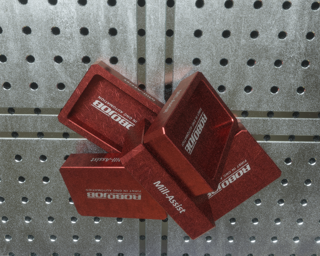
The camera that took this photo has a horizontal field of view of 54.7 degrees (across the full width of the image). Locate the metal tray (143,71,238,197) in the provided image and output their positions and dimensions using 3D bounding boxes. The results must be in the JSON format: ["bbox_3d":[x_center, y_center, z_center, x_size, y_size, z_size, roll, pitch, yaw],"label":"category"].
[{"bbox_3d":[0.043,0.002,0.359,0.030,0.130,0.090,-27,111,39],"label":"metal tray"}]

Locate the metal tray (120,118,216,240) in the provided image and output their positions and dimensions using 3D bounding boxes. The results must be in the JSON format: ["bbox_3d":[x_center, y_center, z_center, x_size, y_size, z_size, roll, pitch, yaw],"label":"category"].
[{"bbox_3d":[0.010,0.057,0.367,0.030,0.090,0.130,-37,107,12],"label":"metal tray"}]

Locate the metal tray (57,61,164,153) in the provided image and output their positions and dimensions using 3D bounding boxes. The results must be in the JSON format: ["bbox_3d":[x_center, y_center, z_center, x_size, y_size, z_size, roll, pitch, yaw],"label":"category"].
[{"bbox_3d":[-0.052,-0.014,0.405,0.130,0.030,0.090,34,106,-12],"label":"metal tray"}]

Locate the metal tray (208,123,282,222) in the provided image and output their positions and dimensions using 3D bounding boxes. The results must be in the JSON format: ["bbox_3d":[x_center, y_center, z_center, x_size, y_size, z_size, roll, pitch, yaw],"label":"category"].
[{"bbox_3d":[0.089,0.066,0.435,0.130,0.030,0.090,-39,106,13],"label":"metal tray"}]

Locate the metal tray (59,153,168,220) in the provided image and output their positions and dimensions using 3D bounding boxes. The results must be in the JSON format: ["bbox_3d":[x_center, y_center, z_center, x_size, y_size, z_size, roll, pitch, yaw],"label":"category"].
[{"bbox_3d":[-0.057,0.078,0.413,0.130,0.030,0.089,-2,122,16],"label":"metal tray"}]
